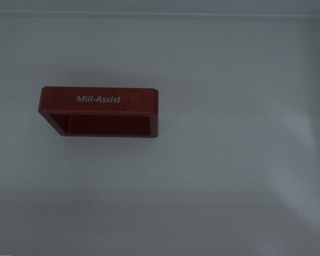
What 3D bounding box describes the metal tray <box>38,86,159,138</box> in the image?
[{"bbox_3d":[-0.067,-0.016,0.380,0.131,0.090,0.030,1,70,0],"label":"metal tray"}]
